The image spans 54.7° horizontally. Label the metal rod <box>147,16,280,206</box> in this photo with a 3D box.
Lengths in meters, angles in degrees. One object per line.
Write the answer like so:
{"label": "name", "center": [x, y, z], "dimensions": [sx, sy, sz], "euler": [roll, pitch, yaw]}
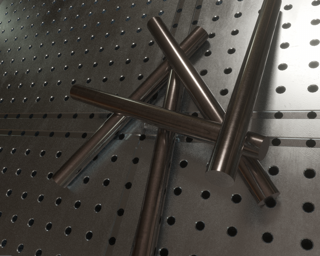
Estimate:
{"label": "metal rod", "center": [0.050, -0.043, 0.386], "dimensions": [0.025, 0.025, 0.299], "euler": [-32, 58, 7]}

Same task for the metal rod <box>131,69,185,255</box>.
{"label": "metal rod", "center": [-0.001, 0.055, 0.373], "dimensions": [0.025, 0.025, 0.299], "euler": [-3, 60, 26]}

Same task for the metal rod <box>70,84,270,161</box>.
{"label": "metal rod", "center": [-0.014, -0.018, 0.388], "dimensions": [0.300, 0.025, 0.025], "euler": [18, 71, 37]}

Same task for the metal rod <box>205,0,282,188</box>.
{"label": "metal rod", "center": [0.104, -0.067, 0.347], "dimensions": [0.025, 0.025, 0.301], "euler": [3, 48, 29]}

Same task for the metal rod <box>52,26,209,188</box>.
{"label": "metal rod", "center": [-0.039, -0.033, 0.447], "dimensions": [0.300, 0.025, 0.025], "euler": [-47, 52, -5]}
